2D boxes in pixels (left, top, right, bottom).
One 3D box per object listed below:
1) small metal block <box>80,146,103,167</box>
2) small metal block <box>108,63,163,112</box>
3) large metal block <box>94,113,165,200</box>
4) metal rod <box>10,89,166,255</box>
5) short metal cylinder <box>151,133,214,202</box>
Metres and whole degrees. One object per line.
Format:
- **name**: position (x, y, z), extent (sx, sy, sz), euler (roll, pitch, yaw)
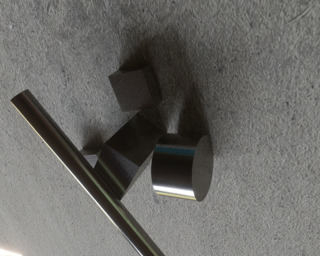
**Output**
- **small metal block**: position (-0.103, 0.058, 0.495), extent (0.050, 0.025, 0.050), euler (-9, 114, 31)
- **small metal block**: position (-0.030, -0.050, 0.390), extent (0.050, 0.025, 0.050), euler (-5, 116, 30)
- **large metal block**: position (-0.043, 0.039, 0.417), extent (0.050, 0.080, 0.079), euler (34, 129, 5)
- **metal rod**: position (-0.077, 0.080, 0.391), extent (0.025, 0.025, 0.299), euler (-29, 103, 37)
- **short metal cylinder**: position (0.030, 0.047, 0.383), extent (0.050, 0.080, 0.079), euler (3, 120, 26)
